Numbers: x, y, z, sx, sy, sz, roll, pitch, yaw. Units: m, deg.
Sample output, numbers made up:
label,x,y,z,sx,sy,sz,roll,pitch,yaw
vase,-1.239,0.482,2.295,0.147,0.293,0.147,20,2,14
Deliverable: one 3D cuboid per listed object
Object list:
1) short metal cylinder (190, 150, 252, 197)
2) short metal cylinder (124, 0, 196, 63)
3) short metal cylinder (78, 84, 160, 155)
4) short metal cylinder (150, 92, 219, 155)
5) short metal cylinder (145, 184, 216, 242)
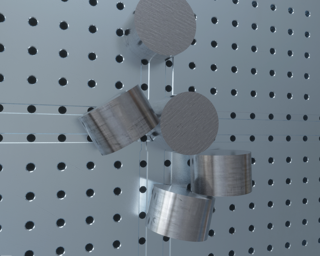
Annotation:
label,x,y,z,sx,sy,sz,roll,pitch,yaw
short metal cylinder,0.081,0.057,0.413,0.081,0.080,0.050,-2,91,-20
short metal cylinder,-0.001,-0.128,0.399,0.081,0.050,0.079,0,90,-20
short metal cylinder,-0.048,-0.011,0.366,0.080,0.080,0.050,-33,101,-17
short metal cylinder,0.030,-0.006,0.410,0.081,0.050,0.079,0,90,-20
short metal cylinder,0.026,0.105,0.393,0.081,0.080,0.050,14,86,-20
